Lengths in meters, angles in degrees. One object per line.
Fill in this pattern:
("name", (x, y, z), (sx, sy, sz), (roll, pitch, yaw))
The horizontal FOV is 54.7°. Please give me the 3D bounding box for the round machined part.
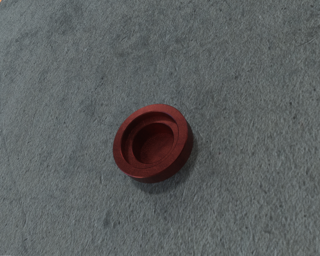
("round machined part", (-0.005, 0.022, 0.382), (0.098, 0.042, 0.098), (-13, 56, 20))
